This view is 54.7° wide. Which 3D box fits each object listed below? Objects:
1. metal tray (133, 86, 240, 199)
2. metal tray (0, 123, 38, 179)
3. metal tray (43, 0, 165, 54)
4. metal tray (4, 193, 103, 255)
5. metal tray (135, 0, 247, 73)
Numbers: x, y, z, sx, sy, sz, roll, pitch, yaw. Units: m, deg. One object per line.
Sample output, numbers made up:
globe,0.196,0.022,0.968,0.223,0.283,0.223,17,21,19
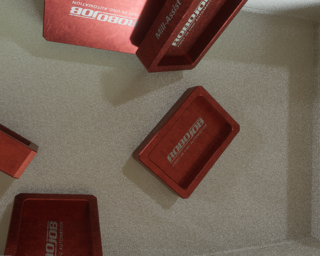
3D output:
metal tray,0.038,0.018,0.423,0.090,0.030,0.130,44,76,-15
metal tray,-0.188,-0.001,0.306,0.130,0.090,0.030,35,79,-17
metal tray,-0.063,-0.137,0.356,0.131,0.030,0.089,4,134,-20
metal tray,-0.108,0.124,0.318,0.091,0.130,0.030,6,121,-20
metal tray,0.039,-0.122,0.358,0.091,0.129,0.030,-14,63,-45
